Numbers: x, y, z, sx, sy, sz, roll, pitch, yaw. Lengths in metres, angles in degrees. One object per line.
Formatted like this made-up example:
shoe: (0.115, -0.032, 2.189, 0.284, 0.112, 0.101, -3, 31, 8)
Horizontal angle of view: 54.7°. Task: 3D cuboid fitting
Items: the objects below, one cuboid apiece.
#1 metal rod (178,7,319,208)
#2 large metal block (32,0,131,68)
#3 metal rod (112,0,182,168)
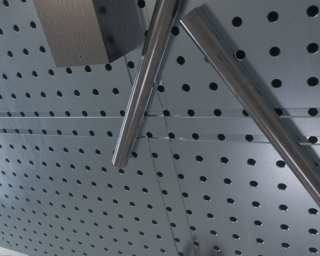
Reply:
metal rod: (0.123, -0.003, 0.344, 0.025, 0.025, 0.300, -33, 100, 38)
large metal block: (-0.090, -0.120, 0.368, 0.080, 0.050, 0.079, 2, 119, 27)
metal rod: (-0.019, -0.059, 0.384, 0.025, 0.025, 0.298, 29, 128, 10)
